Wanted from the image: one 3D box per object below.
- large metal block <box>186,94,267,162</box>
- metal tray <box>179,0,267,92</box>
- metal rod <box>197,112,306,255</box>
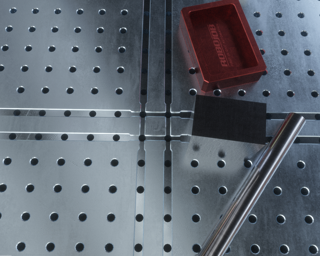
[{"bbox_3d":[0.078,0.003,0.382,0.080,0.080,0.050,7,70,2],"label":"large metal block"},{"bbox_3d":[0.089,-0.124,0.455,0.091,0.030,0.130,-13,71,-5],"label":"metal tray"},{"bbox_3d":[0.095,0.100,0.376,0.025,0.025,0.300,35,73,11],"label":"metal rod"}]
